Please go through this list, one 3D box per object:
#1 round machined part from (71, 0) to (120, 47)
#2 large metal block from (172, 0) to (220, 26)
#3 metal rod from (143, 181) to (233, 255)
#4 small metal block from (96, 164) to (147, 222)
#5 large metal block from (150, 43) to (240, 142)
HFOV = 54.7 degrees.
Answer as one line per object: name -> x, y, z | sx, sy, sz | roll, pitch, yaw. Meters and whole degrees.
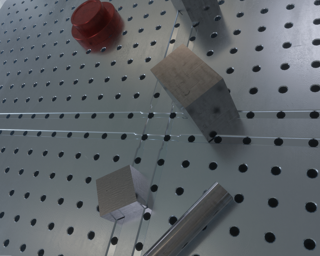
round machined part -> -0.130, -0.207, 0.593 | 0.098, 0.042, 0.098 | -13, 56, 21
large metal block -> 0.042, -0.224, 0.488 | 0.050, 0.080, 0.080 | -34, 51, 6
metal rod -> -0.038, 0.171, 0.322 | 0.300, 0.025, 0.025 | -45, 51, -3
small metal block -> -0.049, 0.081, 0.384 | 0.050, 0.025, 0.050 | -25, 53, 12
large metal block -> 0.043, -0.042, 0.376 | 0.050, 0.080, 0.080 | -39, 51, 2
